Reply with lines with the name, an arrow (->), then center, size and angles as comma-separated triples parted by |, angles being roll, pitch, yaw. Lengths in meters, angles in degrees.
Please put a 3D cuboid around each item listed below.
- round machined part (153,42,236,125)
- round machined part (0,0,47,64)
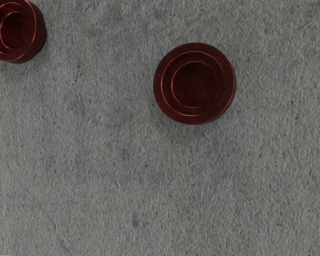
round machined part -> 0.045, -0.052, 0.384 | 0.098, 0.042, 0.097 | 0, 90, 20
round machined part -> -0.215, -0.147, 0.476 | 0.098, 0.042, 0.097 | 0, 90, 20
